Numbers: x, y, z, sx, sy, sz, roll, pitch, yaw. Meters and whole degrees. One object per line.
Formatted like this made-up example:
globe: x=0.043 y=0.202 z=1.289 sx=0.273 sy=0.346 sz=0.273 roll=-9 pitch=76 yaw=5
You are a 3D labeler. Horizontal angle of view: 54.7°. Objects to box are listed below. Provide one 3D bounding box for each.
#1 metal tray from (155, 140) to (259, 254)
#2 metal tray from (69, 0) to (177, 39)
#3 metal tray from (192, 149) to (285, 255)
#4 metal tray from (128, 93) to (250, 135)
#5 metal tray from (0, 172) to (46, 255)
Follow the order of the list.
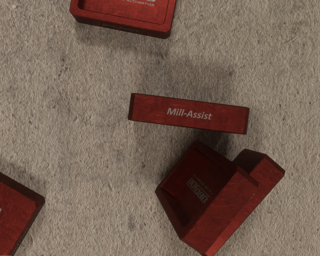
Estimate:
metal tray: x=0.045 y=0.069 z=0.356 sx=0.030 sy=0.130 sz=0.090 roll=39 pitch=90 yaw=-16
metal tray: x=-0.043 y=-0.176 z=0.406 sx=0.131 sy=0.030 sz=0.089 roll=11 pitch=90 yaw=-1
metal tray: x=0.083 y=0.086 z=0.378 sx=0.030 sy=0.090 sz=0.130 roll=42 pitch=90 yaw=-1
metal tray: x=0.031 y=-0.016 z=0.377 sx=0.131 sy=0.090 sz=0.030 roll=7 pitch=90 yaw=-1
metal tray: x=-0.225 y=0.129 z=0.405 sx=0.090 sy=0.030 sz=0.130 roll=30 pitch=90 yaw=-1
